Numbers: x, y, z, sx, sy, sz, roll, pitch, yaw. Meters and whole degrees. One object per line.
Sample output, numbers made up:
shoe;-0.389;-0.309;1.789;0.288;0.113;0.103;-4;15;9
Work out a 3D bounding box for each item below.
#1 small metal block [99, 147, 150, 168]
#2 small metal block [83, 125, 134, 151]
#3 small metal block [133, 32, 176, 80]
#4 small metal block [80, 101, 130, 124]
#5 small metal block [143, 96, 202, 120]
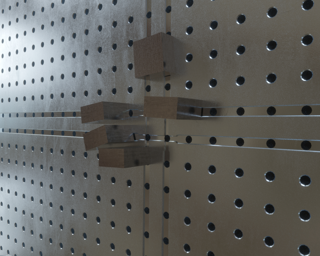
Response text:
small metal block;-0.049;0.040;0.432;0.050;0.050;0.025;-2;89;39
small metal block;-0.075;0.014;0.453;0.050;0.050;0.025;-20;78;38
small metal block;-0.008;-0.094;0.414;0.050;0.025;0.050;-6;86;39
small metal block;-0.080;-0.021;0.457;0.050;0.050;0.025;-8;85;39
small metal block;0.016;-0.024;0.378;0.050;0.050;0.025;6;94;39
